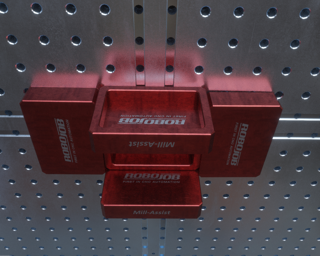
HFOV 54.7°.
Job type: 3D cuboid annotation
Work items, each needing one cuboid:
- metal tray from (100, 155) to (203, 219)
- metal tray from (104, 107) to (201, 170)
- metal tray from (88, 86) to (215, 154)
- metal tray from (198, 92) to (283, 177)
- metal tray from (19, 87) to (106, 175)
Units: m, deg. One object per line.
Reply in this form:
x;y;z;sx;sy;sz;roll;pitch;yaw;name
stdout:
-0.011;0.080;0.435;0.131;0.090;0.030;1;130;-1;metal tray
-0.010;0.016;0.419;0.131;0.030;0.089;0;130;-1;metal tray
-0.009;-0.012;0.359;0.131;0.090;0.030;1;130;-1;metal tray
0.101;0.013;0.419;0.091;0.030;0.129;0;130;-2;metal tray
-0.121;0.008;0.413;0.091;0.030;0.129;1;130;-1;metal tray
